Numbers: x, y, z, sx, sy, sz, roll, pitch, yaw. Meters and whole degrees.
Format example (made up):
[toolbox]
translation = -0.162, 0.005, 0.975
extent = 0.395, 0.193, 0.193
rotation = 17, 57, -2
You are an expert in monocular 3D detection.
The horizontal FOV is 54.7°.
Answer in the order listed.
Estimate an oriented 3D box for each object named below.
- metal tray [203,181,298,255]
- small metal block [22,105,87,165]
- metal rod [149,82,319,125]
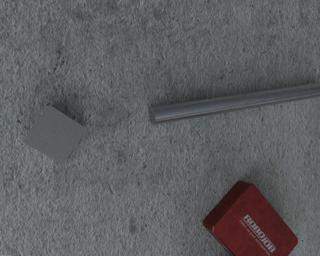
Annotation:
[metal tray]
translation = 0.136, 0.154, 0.459
extent = 0.090, 0.030, 0.130
rotation = -44, 104, -15
[small metal block]
translation = -0.123, 0.008, 0.364
extent = 0.050, 0.025, 0.050
rotation = 35, 79, -17
[metal rod]
translation = 0.129, -0.040, 0.458
extent = 0.303, 0.025, 0.025
rotation = -10, 94, -20
